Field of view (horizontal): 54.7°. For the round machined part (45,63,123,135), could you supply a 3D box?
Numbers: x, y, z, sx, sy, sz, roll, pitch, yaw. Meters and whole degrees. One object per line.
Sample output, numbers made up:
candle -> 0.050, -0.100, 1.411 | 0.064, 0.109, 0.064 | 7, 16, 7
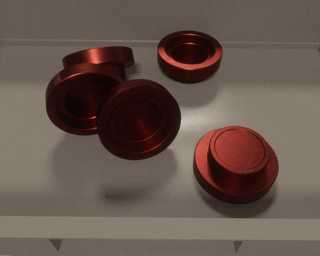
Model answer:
round machined part -> -0.092, -0.040, 0.391 | 0.099, 0.097, 0.042 | -13, 46, -11

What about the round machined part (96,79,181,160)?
round machined part -> -0.028, -0.013, 0.373 | 0.099, 0.097, 0.042 | -14, 31, -12

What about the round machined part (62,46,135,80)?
round machined part -> -0.084, -0.083, 0.440 | 0.099, 0.098, 0.042 | -11, 94, -10

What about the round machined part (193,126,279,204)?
round machined part -> 0.090, 0.036, 0.365 | 0.099, 0.042, 0.098 | 0, 50, 0

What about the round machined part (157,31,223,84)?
round machined part -> 0.045, -0.107, 0.484 | 0.099, 0.042, 0.098 | 0, 50, 0
